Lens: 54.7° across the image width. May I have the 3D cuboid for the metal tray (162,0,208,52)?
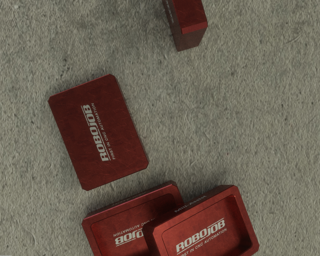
[{"bbox_3d":[0.020,-0.168,0.377,0.030,0.090,0.129,-17,90,0],"label":"metal tray"}]

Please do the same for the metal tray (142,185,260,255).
[{"bbox_3d":[0.053,0.135,0.378,0.131,0.030,0.090,-20,89,-28],"label":"metal tray"}]

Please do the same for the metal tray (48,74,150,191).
[{"bbox_3d":[-0.078,0.006,0.407,0.090,0.030,0.129,-21,90,0],"label":"metal tray"}]

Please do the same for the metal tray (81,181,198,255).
[{"bbox_3d":[-0.024,0.135,0.407,0.131,0.030,0.090,-22,90,0],"label":"metal tray"}]
